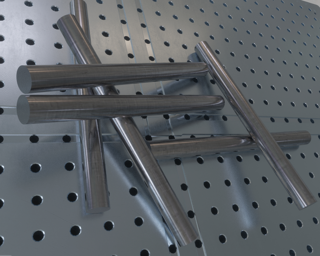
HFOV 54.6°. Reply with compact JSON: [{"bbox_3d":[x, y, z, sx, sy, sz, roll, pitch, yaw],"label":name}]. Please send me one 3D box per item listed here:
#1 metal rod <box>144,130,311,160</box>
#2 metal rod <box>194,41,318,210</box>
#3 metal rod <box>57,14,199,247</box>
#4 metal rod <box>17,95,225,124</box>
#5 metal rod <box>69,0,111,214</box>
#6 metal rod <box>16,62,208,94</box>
[{"bbox_3d":[0.115,0.022,0.455,0.302,0.025,0.025,-3,63,-29],"label":"metal rod"},{"bbox_3d":[0.129,-0.020,0.462,0.025,0.025,0.299,-8,57,-32],"label":"metal rod"},{"bbox_3d":[-0.041,-0.003,0.365,0.025,0.025,0.299,-25,82,-37],"label":"metal rod"},{"bbox_3d":[-0.013,-0.027,0.370,0.302,0.025,0.025,-7,64,-47],"label":"metal rod"},{"bbox_3d":[-0.092,-0.046,0.386,0.025,0.025,0.299,2,61,-27],"label":"metal rod"},{"bbox_3d":[-0.026,-0.068,0.387,0.302,0.025,0.025,-16,69,-50],"label":"metal rod"}]
